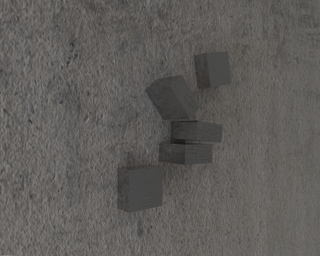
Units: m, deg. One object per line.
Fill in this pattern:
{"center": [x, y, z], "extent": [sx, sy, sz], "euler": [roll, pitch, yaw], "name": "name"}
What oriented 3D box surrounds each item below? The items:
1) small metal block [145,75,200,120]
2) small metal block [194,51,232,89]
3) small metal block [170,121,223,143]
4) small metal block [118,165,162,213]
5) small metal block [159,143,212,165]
{"center": [0.016, -0.038, 0.401], "extent": [0.025, 0.050, 0.050], "euler": [-47, 118, -30], "name": "small metal block"}
{"center": [0.081, -0.088, 0.472], "extent": [0.050, 0.025, 0.050], "euler": [-15, 100, -39], "name": "small metal block"}
{"center": [0.050, 0.005, 0.430], "extent": [0.050, 0.050, 0.025], "euler": [8, 85, -40], "name": "small metal block"}
{"center": [-0.024, 0.073, 0.384], "extent": [0.050, 0.025, 0.050], "euler": [0, 90, -40], "name": "small metal block"}
{"center": [0.034, 0.033, 0.417], "extent": [0.050, 0.050, 0.025], "euler": [2, 89, -40], "name": "small metal block"}
